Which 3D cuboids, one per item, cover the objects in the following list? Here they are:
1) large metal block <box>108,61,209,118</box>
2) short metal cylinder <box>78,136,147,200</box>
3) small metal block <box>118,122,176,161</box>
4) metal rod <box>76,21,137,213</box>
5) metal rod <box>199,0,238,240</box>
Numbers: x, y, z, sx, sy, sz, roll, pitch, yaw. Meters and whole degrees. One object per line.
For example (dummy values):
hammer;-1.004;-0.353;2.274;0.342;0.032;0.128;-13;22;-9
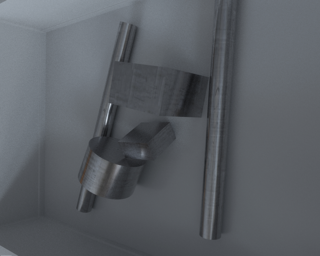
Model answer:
large metal block;-0.001;-0.045;0.370;0.080;0.081;0.050;16;100;38
short metal cylinder;-0.065;0.052;0.422;0.080;0.081;0.050;34;111;34
small metal block;-0.016;0.016;0.398;0.050;0.050;0.025;0;120;39
metal rod;-0.084;-0.008;0.473;0.025;0.025;0.298;25;106;37
metal rod;0.067;-0.025;0.350;0.025;0.025;0.298;6;94;39
